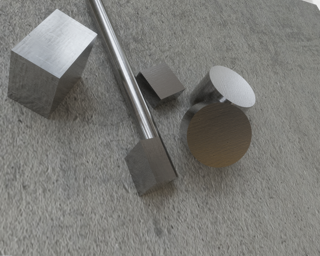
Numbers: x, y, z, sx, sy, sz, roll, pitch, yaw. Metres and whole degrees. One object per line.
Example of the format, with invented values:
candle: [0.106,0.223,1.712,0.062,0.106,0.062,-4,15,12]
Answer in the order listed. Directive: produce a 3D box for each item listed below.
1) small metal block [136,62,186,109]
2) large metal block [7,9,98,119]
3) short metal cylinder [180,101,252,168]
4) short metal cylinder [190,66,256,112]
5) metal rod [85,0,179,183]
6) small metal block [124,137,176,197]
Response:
small metal block: [-0.001,-0.061,0.443,0.050,0.025,0.050,-28,77,-38]
large metal block: [-0.121,-0.070,0.347,0.050,0.080,0.080,31,52,-9]
short metal cylinder: [0.069,0.006,0.398,0.081,0.050,0.079,-1,97,-6]
short metal cylinder: [0.093,-0.046,0.460,0.081,0.050,0.080,19,45,-20]
metal rod: [-0.045,-0.066,0.420,0.025,0.025,0.299,-11,67,-33]
small metal block: [-0.013,0.045,0.355,0.025,0.050,0.050,-11,67,-33]
